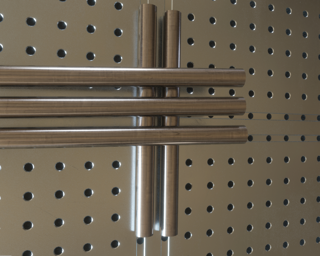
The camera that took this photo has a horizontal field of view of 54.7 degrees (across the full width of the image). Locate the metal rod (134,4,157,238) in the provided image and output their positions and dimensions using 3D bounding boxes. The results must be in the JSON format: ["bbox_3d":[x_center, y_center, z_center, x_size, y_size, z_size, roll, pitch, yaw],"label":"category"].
[{"bbox_3d":[-0.019,-0.010,0.407,0.025,0.025,0.298,1,90,-20],"label":"metal rod"}]

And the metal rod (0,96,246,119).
[{"bbox_3d":[-0.039,-0.026,0.377,0.302,0.025,0.025,-1,91,-12],"label":"metal rod"}]

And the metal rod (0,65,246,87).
[{"bbox_3d":[-0.040,-0.062,0.376,0.302,0.025,0.025,-2,91,-12],"label":"metal rod"}]

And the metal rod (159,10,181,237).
[{"bbox_3d":[0.014,-0.006,0.419,0.025,0.025,0.298,1,90,-20],"label":"metal rod"}]

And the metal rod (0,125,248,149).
[{"bbox_3d":[-0.038,0.010,0.377,0.302,0.025,0.025,-1,90,-12],"label":"metal rod"}]
